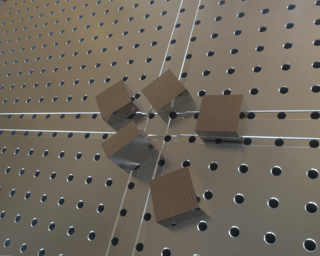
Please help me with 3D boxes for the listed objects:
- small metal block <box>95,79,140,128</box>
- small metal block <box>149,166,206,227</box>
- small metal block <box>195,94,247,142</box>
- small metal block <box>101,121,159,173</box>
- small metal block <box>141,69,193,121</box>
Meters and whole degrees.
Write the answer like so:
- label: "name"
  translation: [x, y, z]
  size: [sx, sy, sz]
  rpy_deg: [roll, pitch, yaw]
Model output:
- label: "small metal block"
  translation: [-0.065, -0.037, 0.466]
  size: [0.050, 0.025, 0.050]
  rpy_deg: [-32, 52, 8]
- label: "small metal block"
  translation: [0.019, 0.078, 0.351]
  size: [0.050, 0.025, 0.050]
  rpy_deg: [-23, 53, 14]
- label: "small metal block"
  translation: [0.075, -0.012, 0.377]
  size: [0.050, 0.025, 0.050]
  rpy_deg: [2, 62, 29]
- label: "small metal block"
  translation: [-0.038, 0.025, 0.398]
  size: [0.050, 0.050, 0.025]
  rpy_deg: [-36, 51, 4]
- label: "small metal block"
  translation: [0.009, -0.047, 0.433]
  size: [0.050, 0.025, 0.050]
  rpy_deg: [-37, 51, 3]
